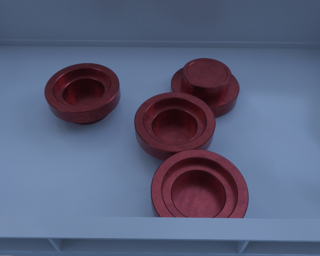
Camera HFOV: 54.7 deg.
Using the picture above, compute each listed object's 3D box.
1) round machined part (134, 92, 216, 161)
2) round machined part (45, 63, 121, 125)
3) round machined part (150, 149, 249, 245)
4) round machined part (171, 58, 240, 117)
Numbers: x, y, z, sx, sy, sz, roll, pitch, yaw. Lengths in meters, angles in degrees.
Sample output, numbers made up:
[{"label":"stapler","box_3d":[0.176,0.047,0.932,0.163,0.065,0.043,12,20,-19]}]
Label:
[{"label":"round machined part","box_3d":[0.018,0.003,0.391,0.099,0.042,0.098,0,50,0]},{"label":"round machined part","box_3d":[-0.104,-0.043,0.429,0.099,0.042,0.098,0,50,0]},{"label":"round machined part","box_3d":[0.040,0.075,0.329,0.099,0.042,0.098,1,53,0]},{"label":"round machined part","box_3d":[0.065,-0.064,0.445,0.099,0.042,0.098,1,48,-1]}]
